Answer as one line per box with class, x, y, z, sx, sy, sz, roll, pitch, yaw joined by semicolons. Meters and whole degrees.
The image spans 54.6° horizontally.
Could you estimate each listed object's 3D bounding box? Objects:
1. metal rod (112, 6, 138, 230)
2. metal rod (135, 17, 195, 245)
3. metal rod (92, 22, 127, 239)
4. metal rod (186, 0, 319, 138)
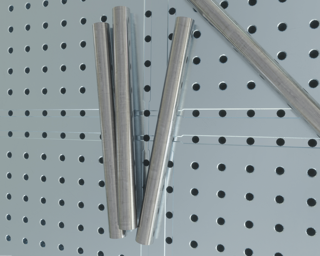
metal rod;-0.048;-0.016;0.423;0.025;0.025;0.299;-3;86;20
metal rod;0.006;0.006;0.410;0.025;0.025;0.298;12;94;19
metal rod;-0.071;0.002;0.438;0.025;0.025;0.298;-6;88;20
metal rod;0.126;-0.072;0.367;0.025;0.025;0.300;-43;77;15
